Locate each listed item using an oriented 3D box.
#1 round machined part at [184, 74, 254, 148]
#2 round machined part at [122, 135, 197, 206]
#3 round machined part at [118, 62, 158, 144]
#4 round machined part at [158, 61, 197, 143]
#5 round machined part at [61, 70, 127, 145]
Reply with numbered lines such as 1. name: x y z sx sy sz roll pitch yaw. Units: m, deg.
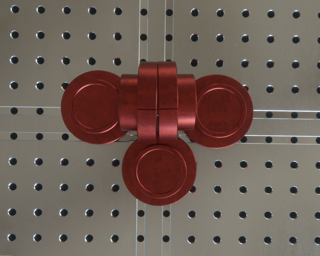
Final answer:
1. round machined part: 0.074 -0.022 0.405 0.099 0.042 0.097 0 90 -1
2. round machined part: -0.001 0.054 0.405 0.099 0.042 0.097 0 90 -1
3. round machined part: -0.025 -0.030 0.370 0.042 0.098 0.097 1 90 0
4. round machined part: 0.019 -0.031 0.372 0.042 0.098 0.097 -1 90 0
5. round machined part: -0.080 -0.027 0.404 0.099 0.042 0.097 0 90 -1
